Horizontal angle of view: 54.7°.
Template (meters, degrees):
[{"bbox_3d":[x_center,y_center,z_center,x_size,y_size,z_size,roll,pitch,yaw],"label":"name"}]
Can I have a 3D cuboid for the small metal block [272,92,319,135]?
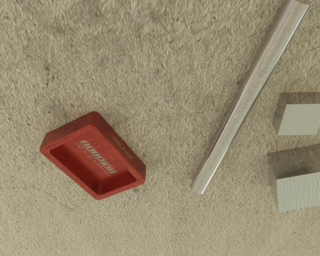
[{"bbox_3d":[0.177,-0.018,0.395,0.050,0.025,0.050,-1,130,0],"label":"small metal block"}]

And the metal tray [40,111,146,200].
[{"bbox_3d":[-0.090,0.045,0.440,0.090,0.030,0.130,-24,127,18],"label":"metal tray"}]

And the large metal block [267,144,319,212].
[{"bbox_3d":[0.208,0.075,0.458,0.080,0.050,0.080,-12,129,10],"label":"large metal block"}]

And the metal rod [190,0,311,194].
[{"bbox_3d":[0.097,-0.016,0.395,0.025,0.025,0.298,11,129,-10],"label":"metal rod"}]
